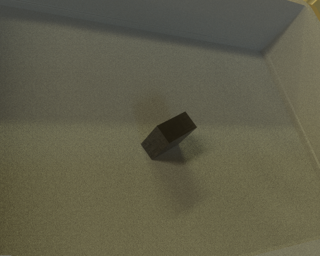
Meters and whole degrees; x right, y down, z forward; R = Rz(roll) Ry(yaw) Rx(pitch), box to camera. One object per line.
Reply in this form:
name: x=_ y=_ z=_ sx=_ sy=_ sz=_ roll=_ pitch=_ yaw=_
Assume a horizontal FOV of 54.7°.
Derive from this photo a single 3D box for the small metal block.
small metal block: x=0.011 y=0.010 z=0.391 sx=0.050 sy=0.050 sz=0.025 roll=-27 pitch=77 yaw=-37
